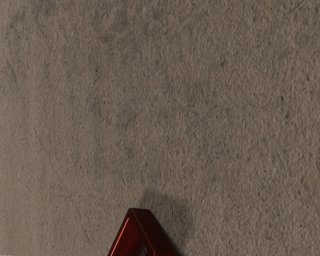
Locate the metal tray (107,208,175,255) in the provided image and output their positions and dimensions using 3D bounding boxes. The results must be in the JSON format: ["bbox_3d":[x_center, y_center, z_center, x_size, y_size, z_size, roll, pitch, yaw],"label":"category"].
[{"bbox_3d":[-0.036,0.182,0.402,0.090,0.030,0.129,45,114,55],"label":"metal tray"}]
